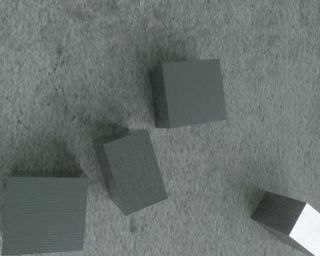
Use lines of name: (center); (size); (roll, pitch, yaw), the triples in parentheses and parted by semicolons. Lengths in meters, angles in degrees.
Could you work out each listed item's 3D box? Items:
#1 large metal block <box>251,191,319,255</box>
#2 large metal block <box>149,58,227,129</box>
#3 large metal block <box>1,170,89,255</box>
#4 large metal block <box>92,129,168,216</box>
large metal block: (0.198, 0.143, 0.455); (0.080, 0.080, 0.050); (38, 78, -17)
large metal block: (0.036, -0.045, 0.410); (0.081, 0.050, 0.079); (-9, 93, -20)
large metal block: (-0.128, 0.092, 0.349); (0.081, 0.050, 0.080); (4, 89, -20)
large metal block: (-0.039, 0.047, 0.366); (0.050, 0.080, 0.080); (-18, 97, -19)
